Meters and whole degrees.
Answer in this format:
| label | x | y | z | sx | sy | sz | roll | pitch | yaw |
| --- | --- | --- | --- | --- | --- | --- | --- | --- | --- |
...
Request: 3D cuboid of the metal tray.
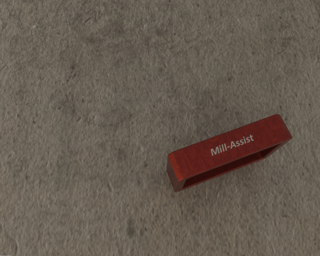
| label | x | y | z | sx | sy | sz | roll | pitch | yaw |
| --- | --- | --- | --- | --- | --- | --- | --- | --- | --- |
| metal tray | 0.074 | 0.033 | 0.362 | 0.131 | 0.090 | 0.030 | -19 | 71 | -7 |
